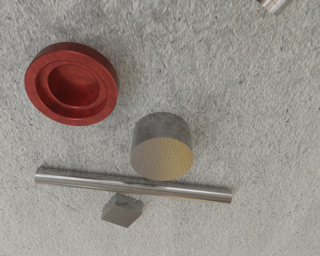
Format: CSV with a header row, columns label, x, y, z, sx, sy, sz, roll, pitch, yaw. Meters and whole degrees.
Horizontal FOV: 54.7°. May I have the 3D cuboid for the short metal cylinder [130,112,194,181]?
label,x,y,z,sx,sy,sz,roll,pitch,yaw
short metal cylinder,0.002,0.025,0.412,0.081,0.050,0.079,0,130,0

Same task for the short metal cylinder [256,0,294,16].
label,x,y,z,sx,sy,sz,roll,pitch,yaw
short metal cylinder,0.087,-0.139,0.254,0.080,0.080,0.050,29,124,-23

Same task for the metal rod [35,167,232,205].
label,x,y,z,sx,sy,sz,roll,pitch,yaw
metal rod,-0.036,0.091,0.484,0.302,0.025,0.025,8,130,-7

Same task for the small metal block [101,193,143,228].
label,x,y,z,sx,sy,sz,roll,pitch,yaw
small metal block,-0.064,0.140,0.526,0.050,0.025,0.050,26,125,-21

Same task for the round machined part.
label,x,y,z,sx,sy,sz,roll,pitch,yaw
round machined part,-0.096,-0.052,0.351,0.099,0.042,0.097,0,130,0
